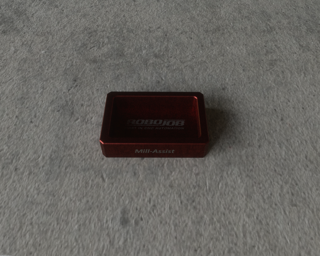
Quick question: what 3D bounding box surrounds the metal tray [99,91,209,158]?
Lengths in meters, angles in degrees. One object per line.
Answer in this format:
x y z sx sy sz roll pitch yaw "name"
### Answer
-0.006 -0.006 0.404 0.131 0.030 0.090 0 50 0 "metal tray"
